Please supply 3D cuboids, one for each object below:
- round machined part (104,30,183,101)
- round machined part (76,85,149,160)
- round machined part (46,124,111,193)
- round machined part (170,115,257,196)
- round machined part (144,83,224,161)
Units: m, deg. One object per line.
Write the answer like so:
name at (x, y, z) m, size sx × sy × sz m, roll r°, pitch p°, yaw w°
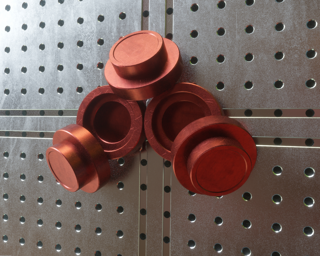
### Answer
round machined part at (-0.024, -0.084, 0.384) m, size 0.098 × 0.042 × 0.098 m, roll -9°, pitch 49°, yaw 12°
round machined part at (-0.060, -0.007, 0.423) m, size 0.098 × 0.042 × 0.097 m, roll 0°, pitch 90°, yaw 19°
round machined part at (-0.116, 0.047, 0.418) m, size 0.098 × 0.042 × 0.097 m, roll 24°, pitch 130°, yaw 32°
round machined part at (0.064, 0.038, 0.352) m, size 0.099 × 0.042 × 0.097 m, roll -4°, pitch 117°, yaw -7°
round machined part at (0.033, -0.006, 0.391) m, size 0.098 × 0.042 × 0.097 m, roll 0°, pitch 90°, yaw 19°
